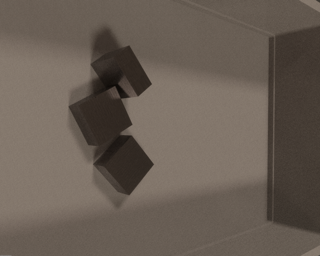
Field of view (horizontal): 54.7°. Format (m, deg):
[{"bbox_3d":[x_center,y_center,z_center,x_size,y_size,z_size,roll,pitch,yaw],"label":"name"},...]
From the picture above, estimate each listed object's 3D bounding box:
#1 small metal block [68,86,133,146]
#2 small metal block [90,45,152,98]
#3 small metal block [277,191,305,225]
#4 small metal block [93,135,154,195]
[{"bbox_3d":[-0.066,-0.014,0.352,0.050,0.025,0.050,-35,112,-35],"label":"small metal block"},{"bbox_3d":[-0.045,-0.062,0.354,0.025,0.050,0.050,-46,118,-30],"label":"small metal block"},{"bbox_3d":[0.274,0.166,0.644,0.050,0.025,0.050,39,66,-34],"label":"small metal block"},{"bbox_3d":[-0.043,0.044,0.373,0.050,0.025,0.050,-50,120,-28],"label":"small metal block"}]
